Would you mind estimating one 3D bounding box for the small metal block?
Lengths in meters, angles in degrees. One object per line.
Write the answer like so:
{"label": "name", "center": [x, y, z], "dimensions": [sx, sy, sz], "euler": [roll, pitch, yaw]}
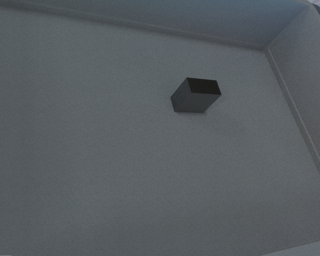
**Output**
{"label": "small metal block", "center": [0.051, -0.045, 0.444], "dimensions": [0.050, 0.050, 0.025], "euler": [1, 62, -28]}
